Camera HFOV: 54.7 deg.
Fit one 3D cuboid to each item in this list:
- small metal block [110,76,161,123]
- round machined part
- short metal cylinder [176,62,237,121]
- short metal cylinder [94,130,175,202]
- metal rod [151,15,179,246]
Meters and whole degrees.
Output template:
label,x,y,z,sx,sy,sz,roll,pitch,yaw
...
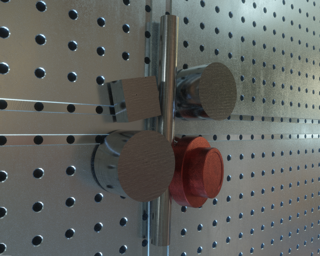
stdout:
label,x,y,z,sx,sy,sz,roll,pitch,yaw
small metal block,-0.029,-0.036,0.380,0.050,0.025,0.050,-15,99,-39
round machined part,0.055,0.060,0.424,0.099,0.042,0.097,1,89,-56
short metal cylinder,0.064,-0.050,0.442,0.081,0.050,0.079,0,90,-40
short metal cylinder,-0.029,0.042,0.363,0.081,0.050,0.079,0,90,-40
metal rod,0.007,0.002,0.410,0.025,0.025,0.298,4,88,-40
